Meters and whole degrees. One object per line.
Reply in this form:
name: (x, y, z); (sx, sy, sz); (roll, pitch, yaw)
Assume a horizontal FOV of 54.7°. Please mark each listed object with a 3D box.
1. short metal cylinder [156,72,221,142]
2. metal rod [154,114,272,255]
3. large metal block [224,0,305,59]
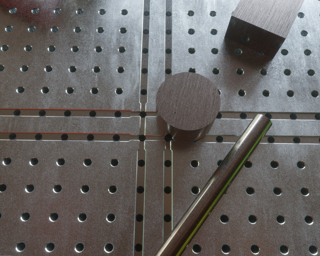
short metal cylinder: (0.035, -0.026, 0.409); (0.081, 0.050, 0.080); (0, 70, 0)
metal rod: (0.047, 0.101, 0.375); (0.025, 0.025, 0.300); (36, 74, 12)
large metal block: (0.154, -0.163, 0.460); (0.080, 0.050, 0.080); (27, 72, 9)
